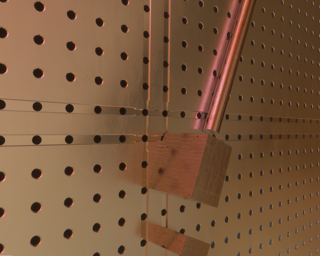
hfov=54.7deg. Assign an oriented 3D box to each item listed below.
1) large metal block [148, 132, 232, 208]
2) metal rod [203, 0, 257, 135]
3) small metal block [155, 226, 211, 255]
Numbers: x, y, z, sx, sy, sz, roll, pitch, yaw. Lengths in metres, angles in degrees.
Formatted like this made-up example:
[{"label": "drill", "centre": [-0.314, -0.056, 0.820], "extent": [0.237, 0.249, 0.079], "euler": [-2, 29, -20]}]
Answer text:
[{"label": "large metal block", "centre": [0.039, 0.053, 0.408], "extent": [0.050, 0.080, 0.080], "euler": [28, 72, -37]}, {"label": "metal rod", "centre": [0.125, -0.131, 0.515], "extent": [0.025, 0.025, 0.299], "euler": [30, 71, -36]}, {"label": "small metal block", "centre": [0.031, 0.158, 0.422], "extent": [0.050, 0.050, 0.025], "euler": [33, 70, -36]}]
